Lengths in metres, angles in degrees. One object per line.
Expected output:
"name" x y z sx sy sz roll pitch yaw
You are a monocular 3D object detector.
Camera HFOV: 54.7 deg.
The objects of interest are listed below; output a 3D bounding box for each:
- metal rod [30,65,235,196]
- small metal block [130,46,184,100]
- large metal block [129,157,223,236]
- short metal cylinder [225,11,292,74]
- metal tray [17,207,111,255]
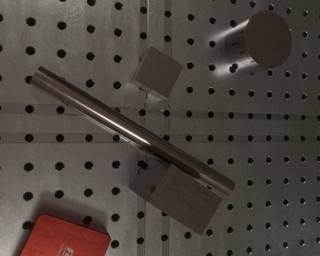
"metal rod" -0.022 0.013 0.405 0.301 0.025 0.025 31 80 -18
"small metal block" -0.005 -0.072 0.412 0.050 0.025 0.050 28 81 -18
"large metal block" 0.017 0.082 0.391 0.080 0.080 0.050 36 78 -17
"short metal cylinder" 0.143 -0.123 0.454 0.081 0.050 0.079 0 90 -20
"metal tray" -0.126 0.171 0.364 0.090 0.030 0.130 26 81 -19
